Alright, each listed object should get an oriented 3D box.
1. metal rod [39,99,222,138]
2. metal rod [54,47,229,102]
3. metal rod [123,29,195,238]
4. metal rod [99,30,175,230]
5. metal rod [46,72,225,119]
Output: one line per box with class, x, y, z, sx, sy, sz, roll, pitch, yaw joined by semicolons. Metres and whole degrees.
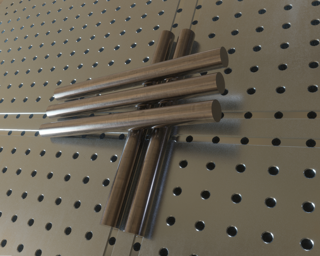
metal rod;-0.062;-0.007;0.416;0.300;0.025;0.025;-5;59;35
metal rod;-0.048;-0.070;0.448;0.300;0.025;0.025;-6;59;34
metal rod;0.006;-0.011;0.411;0.025;0.025;0.300;1;62;28
metal rod;-0.024;-0.014;0.428;0.025;0.025;0.300;1;62;28
metal rod;-0.055;-0.039;0.433;0.300;0.025;0.025;-6;59;34
